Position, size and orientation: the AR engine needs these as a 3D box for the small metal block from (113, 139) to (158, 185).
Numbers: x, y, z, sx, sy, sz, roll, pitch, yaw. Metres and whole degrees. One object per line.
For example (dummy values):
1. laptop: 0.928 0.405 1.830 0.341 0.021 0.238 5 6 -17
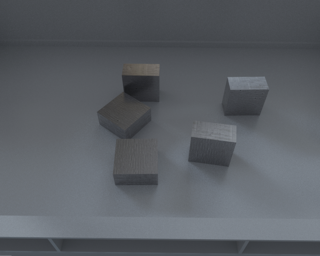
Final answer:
1. small metal block: -0.028 0.040 0.371 0.050 0.025 0.050 0 50 -1

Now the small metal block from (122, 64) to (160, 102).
1. small metal block: -0.026 -0.064 0.442 0.050 0.050 0.025 1 50 1

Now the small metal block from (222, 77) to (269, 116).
1. small metal block: 0.116 -0.043 0.426 0.050 0.050 0.025 -1 50 -1

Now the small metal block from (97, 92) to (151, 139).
1. small metal block: -0.047 -0.016 0.418 0.050 0.025 0.050 32 57 24

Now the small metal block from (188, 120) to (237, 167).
1. small metal block: 0.062 0.019 0.373 0.050 0.050 0.025 7 51 6
